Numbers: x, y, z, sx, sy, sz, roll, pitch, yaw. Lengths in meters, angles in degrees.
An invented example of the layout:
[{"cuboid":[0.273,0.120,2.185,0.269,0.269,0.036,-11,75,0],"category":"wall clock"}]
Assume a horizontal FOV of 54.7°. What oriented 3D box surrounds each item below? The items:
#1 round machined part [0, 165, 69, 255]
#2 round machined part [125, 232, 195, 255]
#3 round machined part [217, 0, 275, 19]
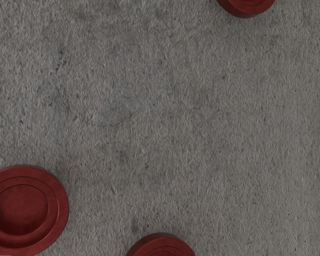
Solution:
[{"cuboid":[-0.153,0.089,0.344,0.099,0.042,0.097,0,90,-20],"category":"round machined part"},{"cuboid":[-0.004,0.183,0.399,0.099,0.042,0.097,0,90,-20],"category":"round machined part"},{"cuboid":[0.116,-0.205,0.442,0.099,0.042,0.097,0,90,-20],"category":"round machined part"}]
